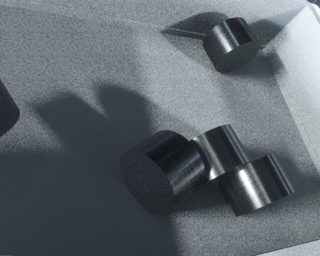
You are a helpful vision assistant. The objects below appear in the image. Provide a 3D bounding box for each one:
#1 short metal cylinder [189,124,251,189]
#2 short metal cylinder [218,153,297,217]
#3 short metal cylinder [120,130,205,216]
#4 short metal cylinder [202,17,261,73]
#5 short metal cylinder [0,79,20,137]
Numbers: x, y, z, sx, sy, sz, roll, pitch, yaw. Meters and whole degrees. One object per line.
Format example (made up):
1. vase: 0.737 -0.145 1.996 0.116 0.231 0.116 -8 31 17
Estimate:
1. short metal cylinder: 0.064 0.037 0.382 0.081 0.080 0.050 -16 70 -34
2. short metal cylinder: 0.121 0.073 0.391 0.081 0.080 0.050 -12 68 -33
3. short metal cylinder: 0.002 0.049 0.342 0.050 0.080 0.080 -32 80 -38
4. short metal cylinder: 0.119 -0.137 0.517 0.081 0.080 0.050 -12 68 -33
5. short metal cylinder: -0.180 -0.019 0.284 0.081 0.080 0.050 -27 77 -37
